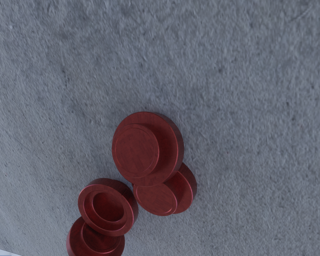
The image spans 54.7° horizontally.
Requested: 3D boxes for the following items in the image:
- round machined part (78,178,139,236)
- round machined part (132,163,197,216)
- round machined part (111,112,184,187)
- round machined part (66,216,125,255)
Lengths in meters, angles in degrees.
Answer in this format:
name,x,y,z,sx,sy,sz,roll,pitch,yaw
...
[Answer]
name,x,y,z,sx,sy,sz,roll,pitch,yaw
round machined part,-0.080,0.124,0.505,0.098,0.042,0.097,7,113,17
round machined part,0.000,0.088,0.449,0.098,0.042,0.097,13,124,20
round machined part,-0.022,0.027,0.398,0.098,0.042,0.097,1,91,27
round machined part,-0.106,0.189,0.530,0.098,0.098,0.042,37,129,3
